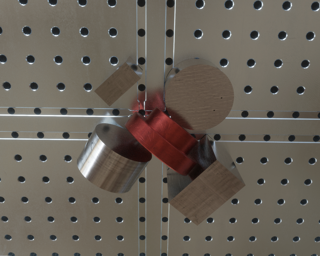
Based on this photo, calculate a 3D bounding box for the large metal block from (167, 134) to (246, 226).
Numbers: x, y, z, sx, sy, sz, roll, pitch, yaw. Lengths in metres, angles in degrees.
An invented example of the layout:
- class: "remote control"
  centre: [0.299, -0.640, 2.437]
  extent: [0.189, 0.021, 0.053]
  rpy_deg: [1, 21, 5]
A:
- class: "large metal block"
  centre: [0.056, 0.066, 0.410]
  extent: [0.050, 0.080, 0.080]
  rpy_deg: [42, 105, -14]

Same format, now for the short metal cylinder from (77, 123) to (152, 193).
- class: "short metal cylinder"
  centre: [-0.058, 0.037, 0.397]
  extent: [0.080, 0.080, 0.050]
  rpy_deg: [29, 107, -11]

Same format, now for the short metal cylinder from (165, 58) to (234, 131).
- class: "short metal cylinder"
  centre: [0.046, -0.043, 0.384]
  extent: [0.081, 0.050, 0.079]
  rpy_deg: [0, 110, -1]

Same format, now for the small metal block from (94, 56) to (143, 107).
- class: "small metal block"
  centre: [-0.049, -0.058, 0.378]
  extent: [0.050, 0.050, 0.025]
  rpy_deg: [-40, 106, 13]

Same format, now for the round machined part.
- class: "round machined part"
  centre: [0.008, 0.011, 0.379]
  extent: [0.098, 0.098, 0.042]
  rpy_deg: [39, 93, -14]
